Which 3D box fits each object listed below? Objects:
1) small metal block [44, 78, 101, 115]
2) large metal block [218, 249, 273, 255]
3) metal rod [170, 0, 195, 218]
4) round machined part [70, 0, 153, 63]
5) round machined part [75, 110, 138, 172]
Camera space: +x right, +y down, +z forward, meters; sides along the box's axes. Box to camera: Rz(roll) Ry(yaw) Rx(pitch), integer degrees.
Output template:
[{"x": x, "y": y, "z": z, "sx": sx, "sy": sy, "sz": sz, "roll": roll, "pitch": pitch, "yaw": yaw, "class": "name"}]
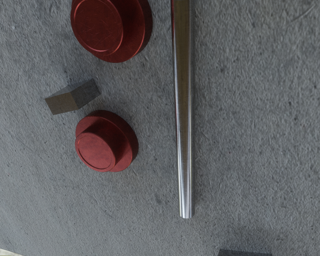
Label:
[{"x": -0.119, "y": -0.043, "z": 0.427, "sx": 0.050, "sy": 0.050, "sz": 0.025, "roll": -8, "pitch": 114, "yaw": 32, "class": "small metal block"}, {"x": 0.132, "y": 0.234, "z": 0.466, "sx": 0.080, "sy": 0.050, "sz": 0.080, "roll": -8, "pitch": 115, "yaw": 31, "class": "large metal block"}, {"x": 0.031, "y": -0.003, "z": 0.388, "sx": 0.025, "sy": 0.025, "sz": 0.298, "roll": 10, "pitch": 123, "yaw": 23, "class": "metal rod"}, {"x": -0.062, "y": -0.121, "z": 0.353, "sx": 0.098, "sy": 0.042, "sz": 0.097, "roll": 13, "pitch": 124, "yaw": 21, "class": "round machined part"}, {"x": -0.085, "y": 0.026, "z": 0.457, "sx": 0.098, "sy": 0.042, "sz": 0.097, "roll": 13, "pitch": 124, "yaw": 21, "class": "round machined part"}]
